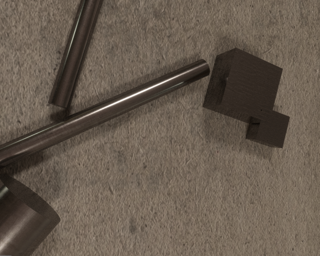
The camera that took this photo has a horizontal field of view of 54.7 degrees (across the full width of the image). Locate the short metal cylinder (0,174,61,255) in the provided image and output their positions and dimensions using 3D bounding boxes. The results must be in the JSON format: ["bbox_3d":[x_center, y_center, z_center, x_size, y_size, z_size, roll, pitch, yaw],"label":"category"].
[{"bbox_3d":[-0.153,0.093,0.324,0.080,0.080,0.050,44,76,-15],"label":"short metal cylinder"}]

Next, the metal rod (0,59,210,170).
[{"bbox_3d":[-0.066,-0.022,0.385,0.302,0.025,0.025,-26,99,-19],"label":"metal rod"}]

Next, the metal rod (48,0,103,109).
[{"bbox_3d":[-0.079,-0.169,0.379,0.025,0.025,0.299,18,84,-20],"label":"metal rod"}]

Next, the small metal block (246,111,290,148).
[{"bbox_3d":[0.164,0.000,0.472,0.050,0.025,0.050,18,84,-20],"label":"small metal block"}]

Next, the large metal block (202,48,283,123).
[{"bbox_3d":[0.117,-0.057,0.440,0.081,0.050,0.080,18,84,-20],"label":"large metal block"}]
